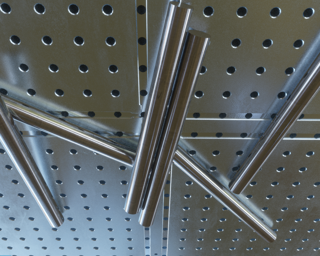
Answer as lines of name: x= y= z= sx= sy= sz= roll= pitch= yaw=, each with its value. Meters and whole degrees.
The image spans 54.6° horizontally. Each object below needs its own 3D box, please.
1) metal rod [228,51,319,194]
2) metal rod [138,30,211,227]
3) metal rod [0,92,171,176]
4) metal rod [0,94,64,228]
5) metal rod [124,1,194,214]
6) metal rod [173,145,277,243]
metal rod: x=0.163 y=-0.014 z=0.400 sx=0.025 sy=0.025 sz=0.298 roll=13 pitch=129 yaw=-11
metal rod: x=0.010 y=0.023 z=0.406 sx=0.025 sy=0.025 sz=0.298 roll=9 pitch=122 yaw=-8
metal rod: x=-0.118 y=0.006 z=0.415 sx=0.301 sy=0.025 sz=0.025 roll=25 pitch=126 yaw=-20
metal rod: x=-0.186 y=0.062 z=0.442 sx=0.025 sy=0.025 sz=0.298 roll=-1 pitch=136 yaw=1
metal rod: x=-0.010 y=-0.001 z=0.388 sx=0.025 sy=0.025 sz=0.298 roll=9 pitch=123 yaw=-8
metal rod: x=0.112 y=0.118 z=0.512 sx=0.025 sy=0.025 sz=0.300 roll=-33 pitch=123 yaw=24
